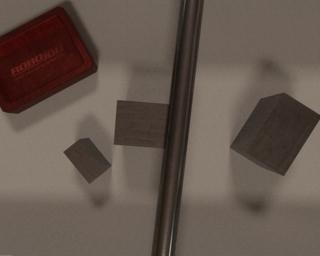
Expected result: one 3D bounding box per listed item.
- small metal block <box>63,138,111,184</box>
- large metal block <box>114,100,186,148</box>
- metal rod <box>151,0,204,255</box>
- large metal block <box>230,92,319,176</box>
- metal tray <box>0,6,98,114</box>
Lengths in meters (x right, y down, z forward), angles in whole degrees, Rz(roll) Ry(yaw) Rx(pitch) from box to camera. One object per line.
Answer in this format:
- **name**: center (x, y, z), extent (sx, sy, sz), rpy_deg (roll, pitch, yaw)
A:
- **small metal block**: center (-0.091, 0.040, 0.398), extent (0.025, 0.050, 0.050), rpy_deg (-39, 91, 0)
- **large metal block**: center (-0.010, -0.004, 0.384), extent (0.081, 0.080, 0.050), rpy_deg (4, 90, -1)
- **metal rod**: center (0.018, 0.012, 0.331), extent (0.025, 0.025, 0.298), rpy_deg (7, 90, -1)
- **large metal block**: center (0.138, 0.007, 0.386), extent (0.050, 0.080, 0.080), rpy_deg (32, 90, -1)
- **metal tray**: center (-0.161, -0.087, 0.406), extent (0.130, 0.030, 0.090), rpy_deg (-28, 90, -1)
